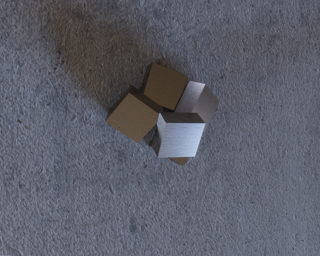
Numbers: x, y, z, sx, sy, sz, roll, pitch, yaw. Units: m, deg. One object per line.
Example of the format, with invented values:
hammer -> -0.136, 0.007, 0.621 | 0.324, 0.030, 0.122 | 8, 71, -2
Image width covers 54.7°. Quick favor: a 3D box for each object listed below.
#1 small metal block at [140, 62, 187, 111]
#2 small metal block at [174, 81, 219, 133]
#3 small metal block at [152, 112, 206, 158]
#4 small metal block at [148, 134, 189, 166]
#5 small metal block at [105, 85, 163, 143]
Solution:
small metal block -> 0.003, -0.053, 0.413 | 0.050, 0.025, 0.050 | 18, 84, -20
small metal block -> 0.050, -0.028, 0.418 | 0.050, 0.025, 0.050 | 38, 75, -51
small metal block -> 0.022, 0.009, 0.381 | 0.050, 0.025, 0.050 | 0, 123, -20
small metal block -> 0.020, 0.016, 0.419 | 0.050, 0.025, 0.050 | 34, 79, -17
small metal block -> -0.032, -0.017, 0.387 | 0.050, 0.025, 0.050 | 35, 114, -18
